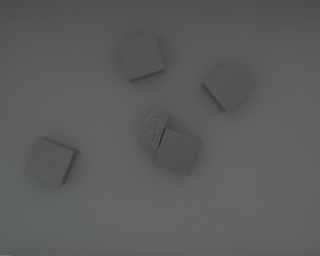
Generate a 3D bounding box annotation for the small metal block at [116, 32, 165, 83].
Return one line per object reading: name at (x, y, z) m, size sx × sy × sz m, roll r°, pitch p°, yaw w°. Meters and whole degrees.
small metal block at (-0.025, -0.093, 0.411) m, size 0.050 × 0.025 × 0.050 m, roll -18°, pitch 90°, yaw -1°

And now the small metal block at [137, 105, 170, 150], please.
small metal block at (-0.008, -0.001, 0.399) m, size 0.025 × 0.050 × 0.050 m, roll 18°, pitch 90°, yaw 0°

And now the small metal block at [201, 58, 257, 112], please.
small metal block at (0.091, -0.056, 0.413) m, size 0.050 × 0.025 × 0.050 m, roll -38°, pitch 91°, yaw 0°

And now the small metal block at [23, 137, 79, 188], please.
small metal block at (-0.143, 0.044, 0.410) m, size 0.050 × 0.025 × 0.050 m, roll 22°, pitch 90°, yaw -1°

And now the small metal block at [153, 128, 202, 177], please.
small metal block at (0.023, 0.031, 0.412) m, size 0.050 × 0.025 × 0.050 m, roll 18°, pitch 90°, yaw -1°
